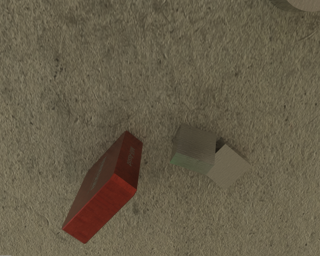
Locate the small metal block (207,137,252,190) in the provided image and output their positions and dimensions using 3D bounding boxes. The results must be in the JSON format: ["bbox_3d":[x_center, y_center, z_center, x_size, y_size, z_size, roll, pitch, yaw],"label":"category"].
[{"bbox_3d":[0.088,0.049,0.429,0.050,0.025,0.050,39,105,-14],"label":"small metal block"}]

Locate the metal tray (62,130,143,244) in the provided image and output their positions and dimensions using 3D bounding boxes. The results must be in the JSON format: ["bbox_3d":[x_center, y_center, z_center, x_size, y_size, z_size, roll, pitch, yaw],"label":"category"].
[{"bbox_3d":[-0.064,0.064,0.377,0.030,0.130,0.090,40,105,-13],"label":"metal tray"}]

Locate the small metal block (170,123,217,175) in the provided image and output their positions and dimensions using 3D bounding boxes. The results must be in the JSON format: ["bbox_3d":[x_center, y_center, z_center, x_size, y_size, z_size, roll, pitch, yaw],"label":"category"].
[{"bbox_3d":[0.044,0.027,0.404,0.050,0.050,0.025,19,138,-7],"label":"small metal block"}]

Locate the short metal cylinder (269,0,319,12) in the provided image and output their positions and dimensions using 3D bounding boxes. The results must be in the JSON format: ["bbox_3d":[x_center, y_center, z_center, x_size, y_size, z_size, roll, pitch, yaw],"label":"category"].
[{"bbox_3d":[0.160,-0.168,0.336,0.081,0.050,0.079,0,110,0],"label":"short metal cylinder"}]
